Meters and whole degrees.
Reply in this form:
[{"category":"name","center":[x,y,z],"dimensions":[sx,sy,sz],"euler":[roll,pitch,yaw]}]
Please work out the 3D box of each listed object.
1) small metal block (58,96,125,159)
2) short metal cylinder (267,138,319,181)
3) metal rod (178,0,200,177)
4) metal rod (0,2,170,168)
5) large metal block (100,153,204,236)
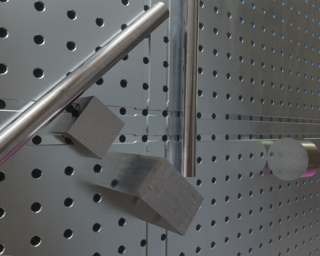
[{"category":"small metal block","center":[-0.075,0.000,0.347],"dimensions":[0.050,0.025,0.050],"euler":[45,63,-31]},{"category":"short metal cylinder","center":[0.254,0.059,0.591],"dimensions":[0.050,0.080,0.080],"euler":[4,88,-40]},{"category":"metal rod","center":[0.042,-0.080,0.446],"dimensions":[0.025,0.025,0.298],"euler":[2,89,-40]},{"category":"metal rod","center":[-0.084,-0.056,0.340],"dimensions":[0.301,0.025,0.025],"euler":[-50,120,-29]},{"category":"large metal block","center":[-0.009,0.076,0.368],"dimensions":[0.080,0.080,0.050],"euler":[49,61,-29]}]
